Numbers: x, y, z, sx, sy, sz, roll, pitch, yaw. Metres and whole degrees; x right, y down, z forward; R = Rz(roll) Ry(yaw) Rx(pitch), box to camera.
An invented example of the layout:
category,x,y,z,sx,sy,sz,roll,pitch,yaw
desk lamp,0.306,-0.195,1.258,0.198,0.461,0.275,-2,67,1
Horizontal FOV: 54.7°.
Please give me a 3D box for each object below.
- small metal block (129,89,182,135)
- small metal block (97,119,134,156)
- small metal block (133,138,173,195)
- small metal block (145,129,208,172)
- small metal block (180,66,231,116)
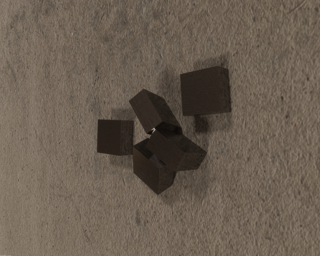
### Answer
category,x,y,z,sx,sy,sz,roll,pitch,yaw
small metal block,-0.005,-0.017,0.388,0.025,0.050,0.050,-38,65,19
small metal block,-0.066,0.013,0.457,0.050,0.025,0.050,3,92,39
small metal block,-0.009,0.049,0.397,0.050,0.025,0.050,37,140,34
small metal block,0.020,0.026,0.370,0.050,0.050,0.025,38,109,33
small metal block,0.053,-0.041,0.360,0.050,0.025,0.050,-6,87,39
